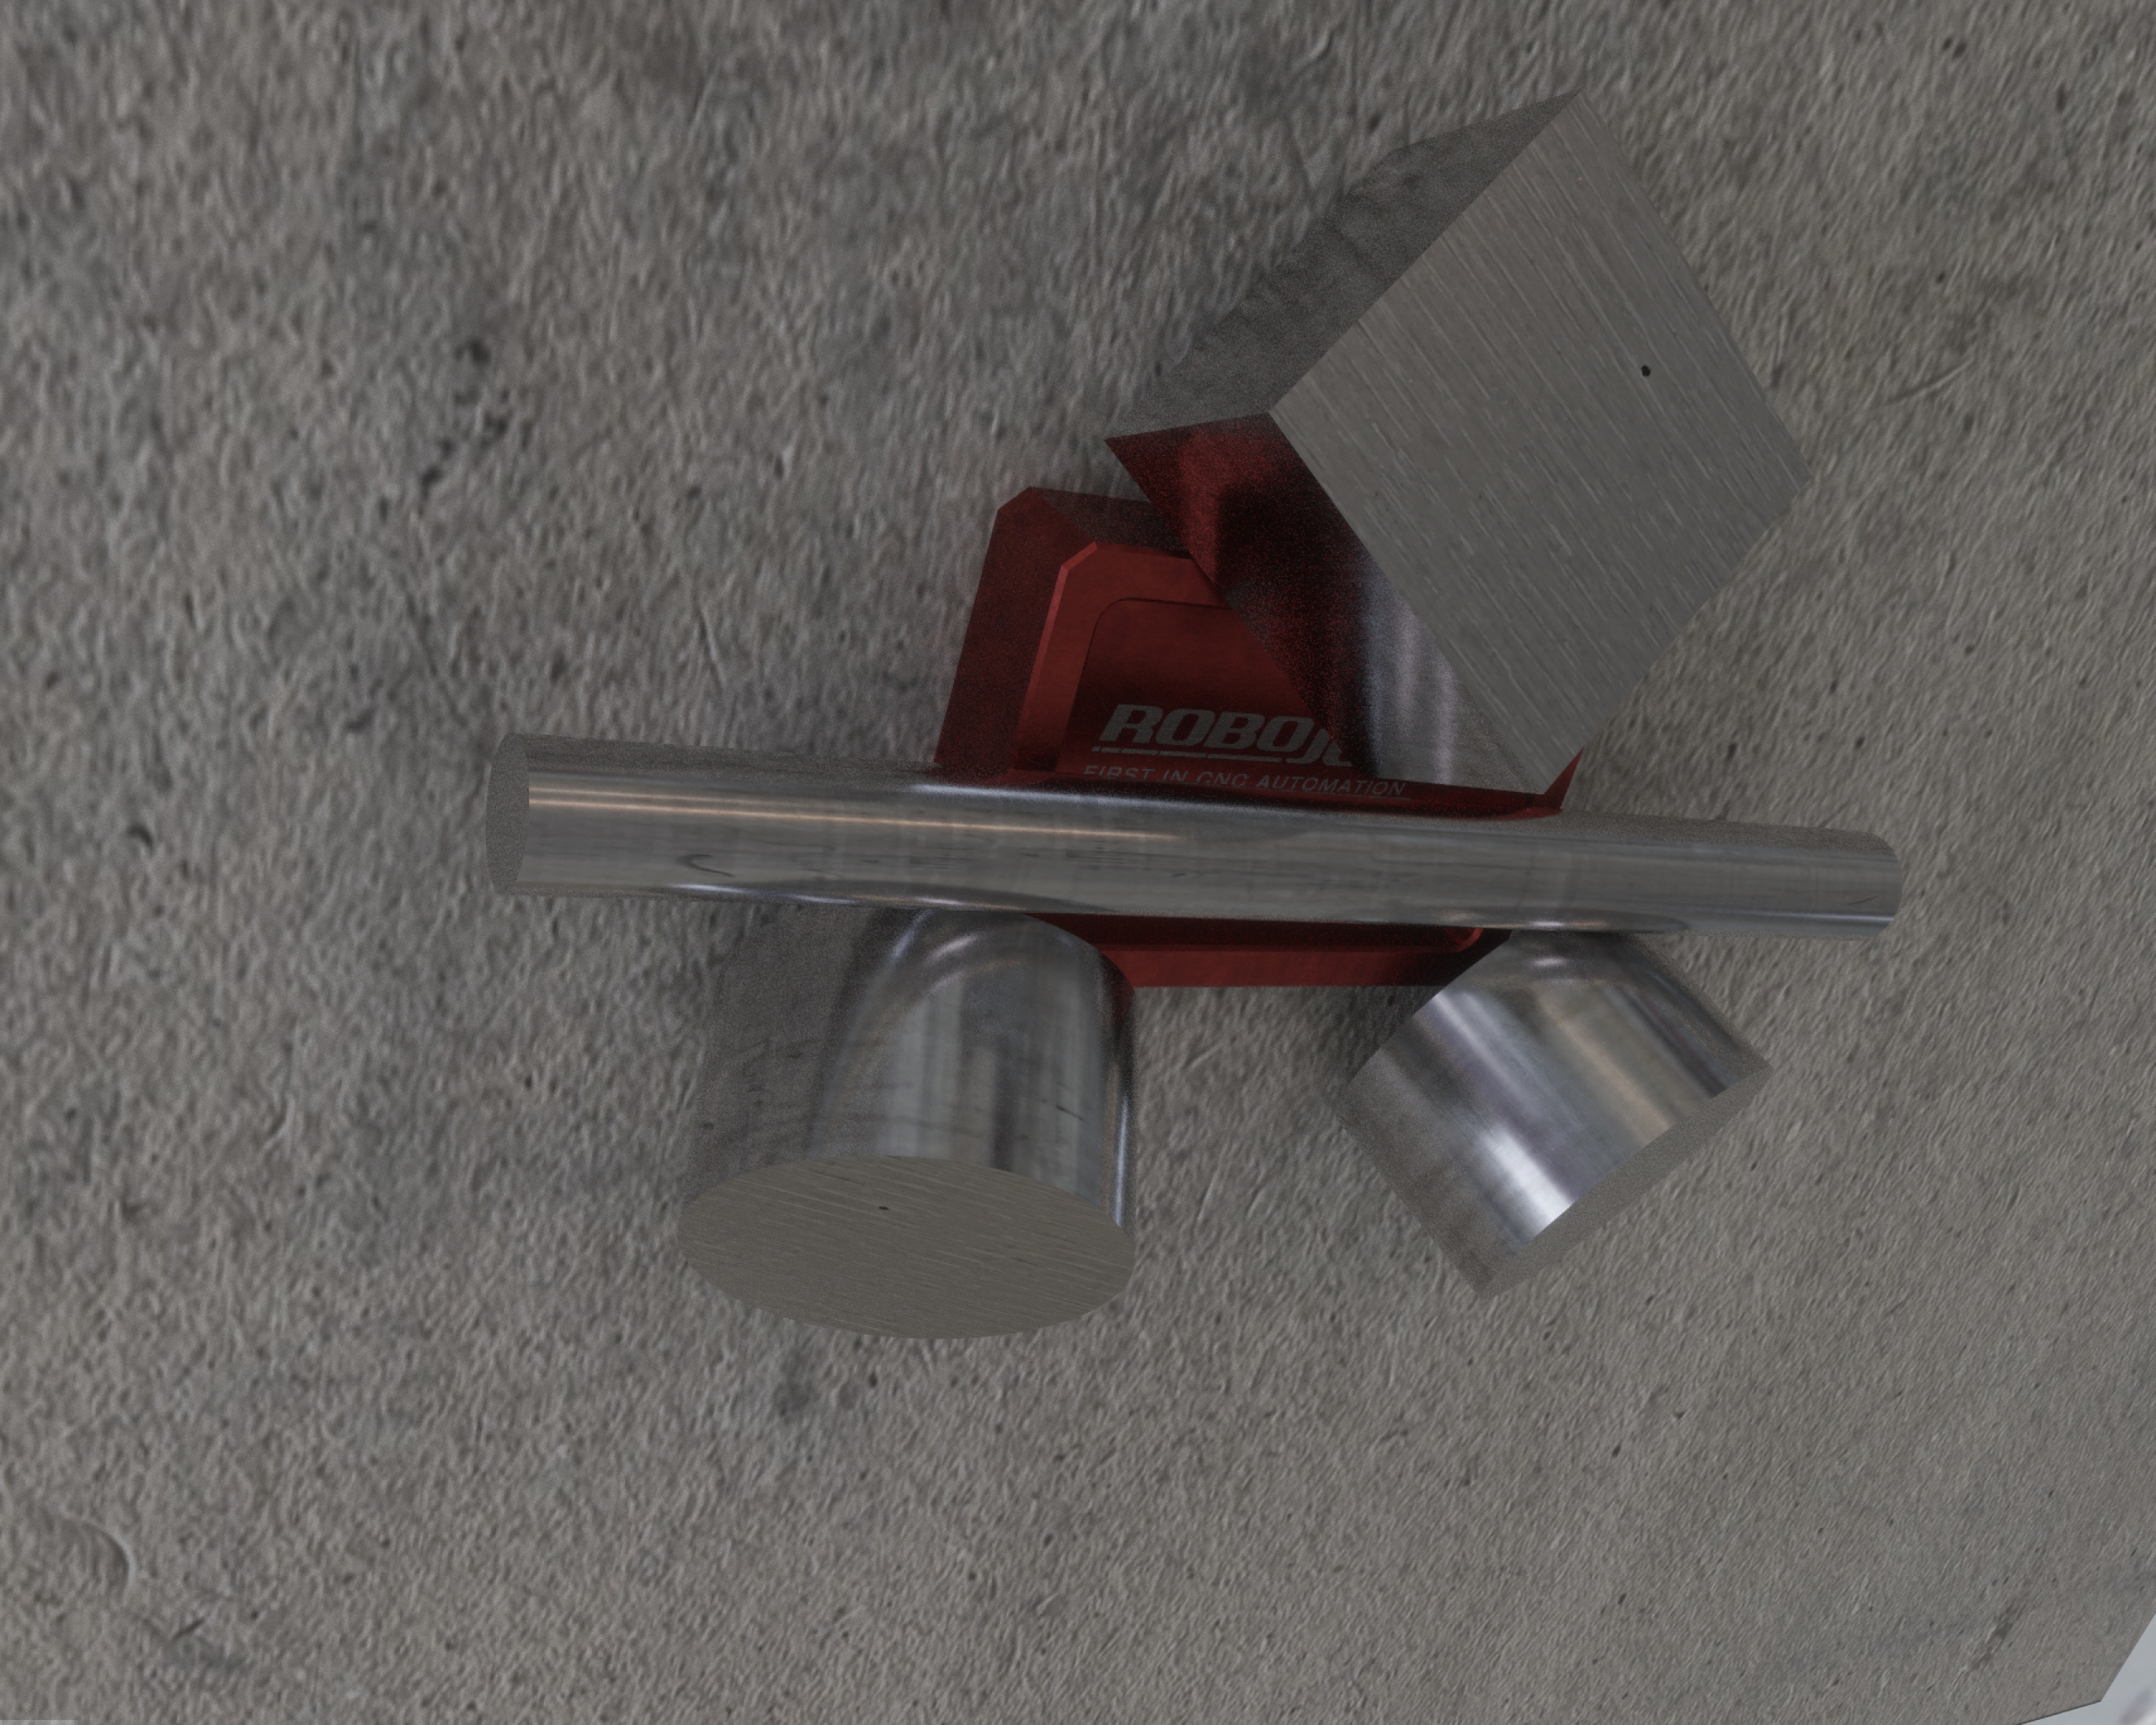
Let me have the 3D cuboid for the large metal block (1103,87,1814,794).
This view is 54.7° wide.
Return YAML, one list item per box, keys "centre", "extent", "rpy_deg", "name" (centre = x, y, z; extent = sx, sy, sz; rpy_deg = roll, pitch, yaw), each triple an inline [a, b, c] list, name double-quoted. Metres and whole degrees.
- centre: [0.066, -0.069, 0.357]
  extent: [0.080, 0.050, 0.080]
  rpy_deg: [-48, 115, -16]
  name: "large metal block"

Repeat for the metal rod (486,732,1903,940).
- centre: [0.044, -0.001, 0.393]
  extent: [0.302, 0.025, 0.025]
  rpy_deg: [3, 117, -30]
  name: "metal rod"

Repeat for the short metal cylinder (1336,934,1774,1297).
- centre: [0.104, 0.052, 0.460]
  extent: [0.080, 0.050, 0.080]
  rpy_deg: [-32, 158, -15]
  name: "short metal cylinder"

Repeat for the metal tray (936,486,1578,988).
- centre: [0.038, -0.021, 0.414]
  extent: [0.131, 0.030, 0.089]
  rpy_deg: [2, 118, -29]
  name: "metal tray"

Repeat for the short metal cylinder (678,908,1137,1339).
- centre: [-0.029, 0.049, 0.383]
  extent: [0.080, 0.050, 0.080]
  rpy_deg: [1, 146, 1]
  name: "short metal cylinder"
